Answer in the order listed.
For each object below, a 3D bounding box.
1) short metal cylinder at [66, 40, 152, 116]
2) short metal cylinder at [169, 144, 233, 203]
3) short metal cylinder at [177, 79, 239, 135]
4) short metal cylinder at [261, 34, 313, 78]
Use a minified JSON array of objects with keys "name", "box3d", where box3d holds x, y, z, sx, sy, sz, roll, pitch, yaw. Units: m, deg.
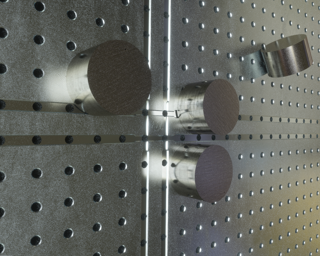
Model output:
[{"name":"short metal cylinder","box3d":[-0.056,-0.054,0.347,0.081,0.050,0.079,0,90,-40]},{"name":"short metal cylinder","box3d":[0.060,0.063,0.446,0.081,0.050,0.079,-1,91,-40]},{"name":"short metal cylinder","box3d":[0.072,-0.030,0.455,0.081,0.050,0.079,0,90,-40]},{"name":"short metal cylinder","box3d":[0.234,-0.134,0.573,0.080,0.080,0.050,-38,114,-34]}]
